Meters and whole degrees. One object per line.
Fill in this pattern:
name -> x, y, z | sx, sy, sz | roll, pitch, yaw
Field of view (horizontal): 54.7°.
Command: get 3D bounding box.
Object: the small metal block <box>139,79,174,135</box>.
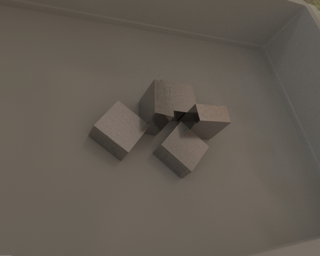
small metal block -> -0.006, -0.026, 0.401 | 0.025, 0.050, 0.050 | 12, 57, -22

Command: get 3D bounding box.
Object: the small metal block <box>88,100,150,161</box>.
small metal block -> -0.049, 0.003, 0.376 | 0.050, 0.025, 0.050 | 39, 51, -3

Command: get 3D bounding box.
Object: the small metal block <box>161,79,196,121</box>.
small metal block -> 0.023, -0.038, 0.440 | 0.050, 0.025, 0.050 | 6, 59, -25

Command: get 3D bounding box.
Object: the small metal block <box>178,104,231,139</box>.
small metal block -> 0.060, -0.008, 0.426 | 0.050, 0.050, 0.025 | 3, 61, -27

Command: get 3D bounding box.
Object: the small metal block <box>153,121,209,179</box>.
small metal block -> 0.028, 0.028, 0.402 | 0.050, 0.025, 0.050 | 42, 51, 0
